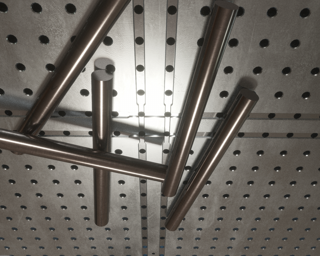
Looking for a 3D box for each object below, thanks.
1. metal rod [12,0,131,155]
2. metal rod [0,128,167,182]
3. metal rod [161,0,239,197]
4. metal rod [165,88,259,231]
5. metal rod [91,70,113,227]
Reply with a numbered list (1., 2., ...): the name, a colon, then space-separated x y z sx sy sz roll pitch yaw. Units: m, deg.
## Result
1. metal rod: -0.107 -0.063 0.356 0.025 0.025 0.299 30 124 -24
2. metal rod: -0.138 0.028 0.398 0.302 0.025 0.025 14 129 -12
3. metal rod: 0.040 -0.011 0.403 0.025 0.025 0.298 7 130 -7
4. metal rod: 0.065 0.068 0.470 0.025 0.025 0.298 13 129 -12
5. metal rod: -0.085 0.051 0.454 0.025 0.025 0.298 5 130 -5
